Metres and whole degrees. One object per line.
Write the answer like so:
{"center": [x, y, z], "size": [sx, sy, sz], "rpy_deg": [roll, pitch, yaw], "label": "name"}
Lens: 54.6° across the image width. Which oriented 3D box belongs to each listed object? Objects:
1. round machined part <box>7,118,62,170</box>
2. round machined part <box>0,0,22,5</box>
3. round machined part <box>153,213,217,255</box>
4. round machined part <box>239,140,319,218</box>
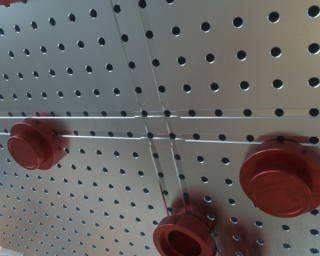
{"center": [-0.224, 0.034, 0.541], "size": [0.098, 0.042, 0.097], "rpy_deg": [13, 124, 21], "label": "round machined part"}
{"center": [-0.215, -0.205, 0.388], "size": [0.098, 0.042, 0.097], "rpy_deg": [13, 124, 21], "label": "round machined part"}
{"center": [0.042, 0.174, 0.485], "size": [0.098, 0.042, 0.097], "rpy_deg": [14, 124, 22], "label": "round machined part"}
{"center": [0.143, 0.067, 0.366], "size": [0.098, 0.042, 0.097], "rpy_deg": [13, 124, 21], "label": "round machined part"}
